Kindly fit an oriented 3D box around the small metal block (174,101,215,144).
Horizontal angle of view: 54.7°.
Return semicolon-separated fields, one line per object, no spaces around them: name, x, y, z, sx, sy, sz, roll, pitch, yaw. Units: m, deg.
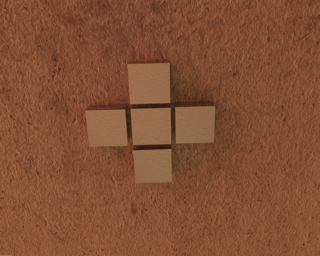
small metal block;0.045;-0.008;0.409;0.050;0.025;0.050;-2;110;0

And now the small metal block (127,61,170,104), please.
small metal block;-0.013;-0.058;0.390;0.050;0.025;0.050;-2;110;0

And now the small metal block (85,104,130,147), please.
small metal block;-0.068;-0.004;0.409;0.050;0.025;0.050;-2;110;0

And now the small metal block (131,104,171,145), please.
small metal block;-0.011;-0.006;0.409;0.050;0.025;0.050;-2;110;0

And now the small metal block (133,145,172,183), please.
small metal block;-0.009;0.048;0.429;0.050;0.025;0.050;-2;110;0
